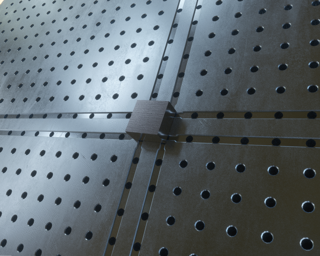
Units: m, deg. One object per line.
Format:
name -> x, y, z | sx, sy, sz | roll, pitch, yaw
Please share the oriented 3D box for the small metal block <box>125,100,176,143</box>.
small metal block -> -0.012, -0.010, 0.419 | 0.050, 0.025, 0.050 | 5, 64, 30
